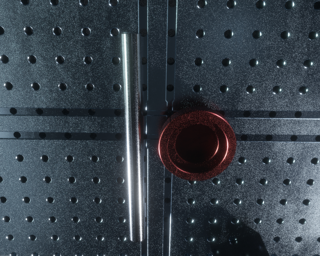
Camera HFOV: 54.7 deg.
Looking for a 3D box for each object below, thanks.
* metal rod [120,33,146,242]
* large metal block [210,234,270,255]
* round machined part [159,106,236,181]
[{"bbox_3d":[-0.035,0.026,0.422,0.025,0.025,0.298,0,110,0],"label":"metal rod"},{"bbox_3d":[0.131,0.223,0.483,0.080,0.050,0.080,-16,110,5],"label":"large metal block"},{"bbox_3d":[0.047,0.017,0.411,0.099,0.042,0.097,0,110,0],"label":"round machined part"}]
